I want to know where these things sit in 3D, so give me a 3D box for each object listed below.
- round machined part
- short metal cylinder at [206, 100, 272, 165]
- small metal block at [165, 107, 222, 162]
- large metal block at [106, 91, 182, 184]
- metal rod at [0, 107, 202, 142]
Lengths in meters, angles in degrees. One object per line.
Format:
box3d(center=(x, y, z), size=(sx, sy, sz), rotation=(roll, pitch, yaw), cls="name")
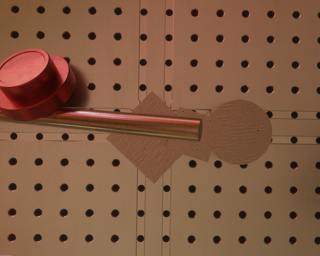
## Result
box3d(center=(-0.157, -0.059, 0.376), size=(0.098, 0.042, 0.098), rotation=(-6, 51, 8), cls="round machined part")
box3d(center=(0.097, 0.005, 0.402), size=(0.081, 0.050, 0.079), rotation=(0, 90, -1), cls="short metal cylinder")
box3d(center=(0.038, 0.007, 0.362), size=(0.050, 0.025, 0.050), rotation=(19, 90, -1), cls="small metal block")
box3d(center=(-0.008, 0.011, 0.399), size=(0.080, 0.050, 0.080), rotation=(44, 90, -1), cls="large metal block")
box3d(center=(-0.101, -0.011, 0.368), size=(0.301, 0.025, 0.025), rotation=(5, 90, 16), cls="metal rod")
